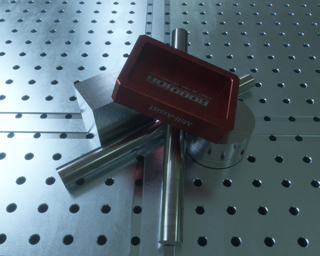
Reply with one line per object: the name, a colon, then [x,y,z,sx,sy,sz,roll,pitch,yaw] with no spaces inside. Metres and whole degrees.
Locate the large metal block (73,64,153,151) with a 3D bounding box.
large metal block: [-0.054,-0.026,0.392,0.081,0.080,0.050,-27,56,-21]

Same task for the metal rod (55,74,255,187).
metal rod: [0.010,-0.006,0.413,0.302,0.025,0.025,-27,55,-21]

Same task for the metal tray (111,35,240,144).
metal tray: [0.022,-0.046,0.351,0.131,0.030,0.090,22,51,-6]

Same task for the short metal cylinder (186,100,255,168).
short metal cylinder: [0.073,0.003,0.388,0.081,0.050,0.080,0,50,0]

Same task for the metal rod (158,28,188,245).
metal rod: [0.020,-0.012,0.389,0.025,0.025,0.299,3,59,2]
